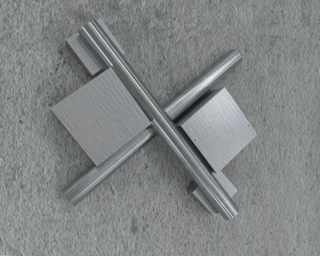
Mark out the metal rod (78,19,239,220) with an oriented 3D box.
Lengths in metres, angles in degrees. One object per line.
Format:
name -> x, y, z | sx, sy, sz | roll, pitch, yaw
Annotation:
metal rod -> 0.007, -0.001, 0.386 | 0.025, 0.025, 0.300 | -41, 103, -15

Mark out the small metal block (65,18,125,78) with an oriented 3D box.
small metal block -> -0.080, -0.097, 0.381 | 0.050, 0.025, 0.050 | -39, 103, -16

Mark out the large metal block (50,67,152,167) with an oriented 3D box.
large metal block -> -0.071, -0.013, 0.369 | 0.080, 0.050, 0.080 | -39, 103, -16

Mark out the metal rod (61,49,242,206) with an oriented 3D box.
metal rod -> 0.000, -0.010, 0.411 | 0.301, 0.025, 0.025 | -41, 103, -16

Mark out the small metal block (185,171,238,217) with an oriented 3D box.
small metal block -> 0.073, 0.087, 0.438 | 0.050, 0.025, 0.050 | -45, 104, -15

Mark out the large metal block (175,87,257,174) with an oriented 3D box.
large metal block -> 0.070, 0.003, 0.423 | 0.080, 0.050, 0.080 | -41, 103, -15
